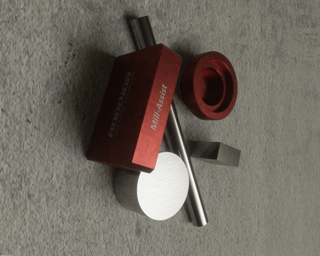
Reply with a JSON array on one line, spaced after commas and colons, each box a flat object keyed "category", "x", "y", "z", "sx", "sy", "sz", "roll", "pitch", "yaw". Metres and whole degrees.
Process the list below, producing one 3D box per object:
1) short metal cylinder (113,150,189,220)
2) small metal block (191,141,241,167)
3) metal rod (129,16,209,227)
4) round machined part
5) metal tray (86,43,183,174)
[{"category": "short metal cylinder", "x": -0.010, "y": 0.068, "z": 0.383, "sx": 0.081, "sy": 0.050, "sz": 0.079, "roll": 0, "pitch": 90, "yaw": -40}, {"category": "small metal block", "x": 0.083, "y": 0.038, "z": 0.458, "sx": 0.050, "sy": 0.050, "sz": 0.025, "roll": 21, "pitch": 77, "yaw": -38}, {"category": "metal rod", "x": 0.017, "y": 0.001, "z": 0.423, "sx": 0.025, "sy": 0.025, "sz": 0.298, "roll": -28, "pitch": 108, "yaw": -37}, {"category": "round machined part", "x": 0.067, "y": -0.060, "z": 0.453, "sx": 0.099, "sy": 0.042, "sz": 0.097, "roll": 0, "pitch": 90, "yaw": -40}, {"category": "metal tray", "x": -0.030, "y": -0.021, "z": 0.340, "sx": 0.030, "sy": 0.090, "sz": 0.130, "roll": 24, "pitch": 75, "yaw": -38}]
